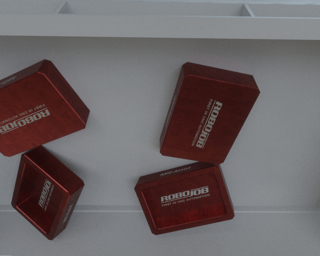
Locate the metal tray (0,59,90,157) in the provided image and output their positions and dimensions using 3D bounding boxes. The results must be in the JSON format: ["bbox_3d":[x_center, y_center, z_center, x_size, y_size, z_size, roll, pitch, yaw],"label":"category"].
[{"bbox_3d":[-0.168,-0.020,0.387,0.130,0.030,0.090,-20,128,16],"label":"metal tray"}]

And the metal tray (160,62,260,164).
[{"bbox_3d":[0.057,-0.013,0.395,0.091,0.030,0.129,10,130,-9],"label":"metal tray"}]

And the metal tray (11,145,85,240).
[{"bbox_3d":[-0.170,0.099,0.459,0.090,0.030,0.129,37,127,10],"label":"metal tray"}]

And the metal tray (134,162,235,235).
[{"bbox_3d":[0.037,0.106,0.472,0.130,0.030,0.090,-16,103,13],"label":"metal tray"}]
